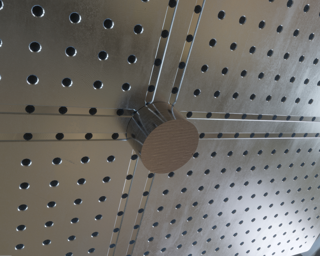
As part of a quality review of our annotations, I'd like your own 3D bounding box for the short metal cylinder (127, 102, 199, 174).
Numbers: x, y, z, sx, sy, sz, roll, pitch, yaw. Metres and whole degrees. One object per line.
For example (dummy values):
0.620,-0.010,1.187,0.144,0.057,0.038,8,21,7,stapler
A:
0.003,0.013,0.405,0.081,0.050,0.079,-14,125,-21,short metal cylinder
